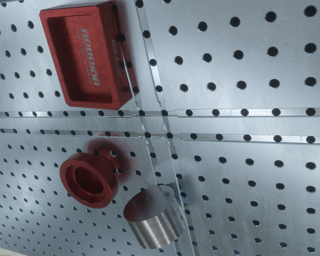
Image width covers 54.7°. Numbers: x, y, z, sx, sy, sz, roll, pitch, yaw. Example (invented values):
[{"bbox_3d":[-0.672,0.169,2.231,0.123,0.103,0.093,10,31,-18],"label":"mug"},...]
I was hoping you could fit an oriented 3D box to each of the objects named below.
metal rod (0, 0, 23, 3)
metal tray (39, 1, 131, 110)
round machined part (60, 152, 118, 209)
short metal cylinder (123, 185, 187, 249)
[{"bbox_3d":[-0.240,-0.181,0.423,0.301,0.025,0.025,5,121,25],"label":"metal rod"},{"bbox_3d":[-0.094,-0.090,0.399,0.090,0.030,0.129,6,121,25],"label":"metal tray"},{"bbox_3d":[-0.111,0.080,0.506,0.098,0.042,0.097,13,124,20],"label":"round machined part"},{"bbox_3d":[-0.007,0.129,0.458,0.080,0.080,0.050,-11,113,32],"label":"short metal cylinder"}]
